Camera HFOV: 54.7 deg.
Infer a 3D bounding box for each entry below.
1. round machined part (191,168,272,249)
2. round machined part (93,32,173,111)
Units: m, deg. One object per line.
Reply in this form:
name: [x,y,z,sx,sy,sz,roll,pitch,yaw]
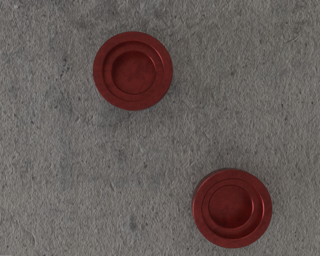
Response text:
round machined part: [0.090,0.100,0.402,0.099,0.042,0.097,0,90,0]
round machined part: [-0.033,-0.070,0.401,0.099,0.042,0.097,0,90,0]
